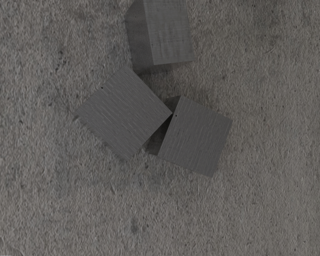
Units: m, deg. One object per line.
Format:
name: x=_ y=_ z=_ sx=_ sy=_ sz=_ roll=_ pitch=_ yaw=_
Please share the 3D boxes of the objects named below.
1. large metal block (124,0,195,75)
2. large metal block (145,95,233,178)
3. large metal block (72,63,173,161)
large metal block: x=-0.004 y=-0.112 z=0.378 sx=0.050 sy=0.080 sz=0.080 roll=-11 pitch=94 yaw=-20
large metal block: x=0.038 y=0.011 z=0.410 sx=0.080 sy=0.050 sz=0.080 roll=24 pitch=82 yaw=-19
large metal block: x=-0.047 y=-0.018 z=0.378 sx=0.080 sy=0.050 sz=0.080 roll=46 pitch=76 yaw=-14
